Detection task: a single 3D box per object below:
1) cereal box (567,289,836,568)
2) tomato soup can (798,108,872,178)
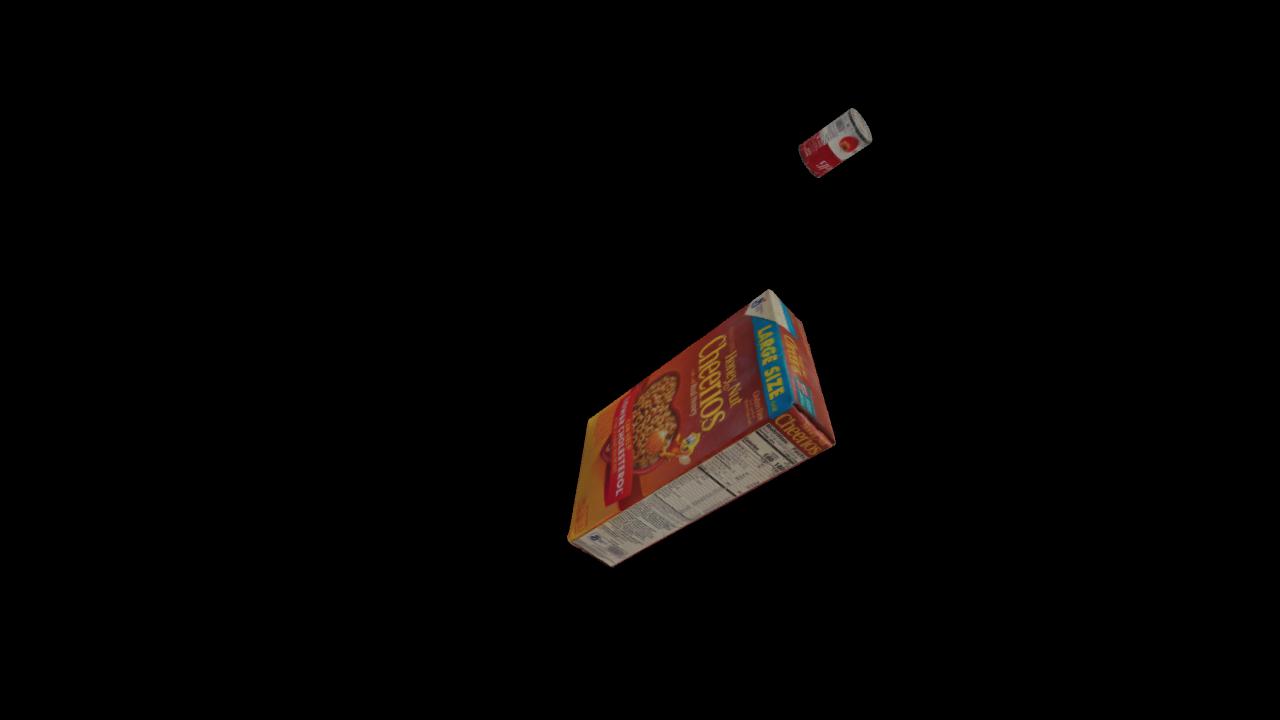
[{"bbox_3d":[0.056,0.076,0.691,0.081,0.203,0.306,40,-60,-23],"label":"cereal box"},{"bbox_3d":[0.327,-0.362,1.028,0.068,0.068,0.101,0,-23,-47],"label":"tomato soup can"}]
